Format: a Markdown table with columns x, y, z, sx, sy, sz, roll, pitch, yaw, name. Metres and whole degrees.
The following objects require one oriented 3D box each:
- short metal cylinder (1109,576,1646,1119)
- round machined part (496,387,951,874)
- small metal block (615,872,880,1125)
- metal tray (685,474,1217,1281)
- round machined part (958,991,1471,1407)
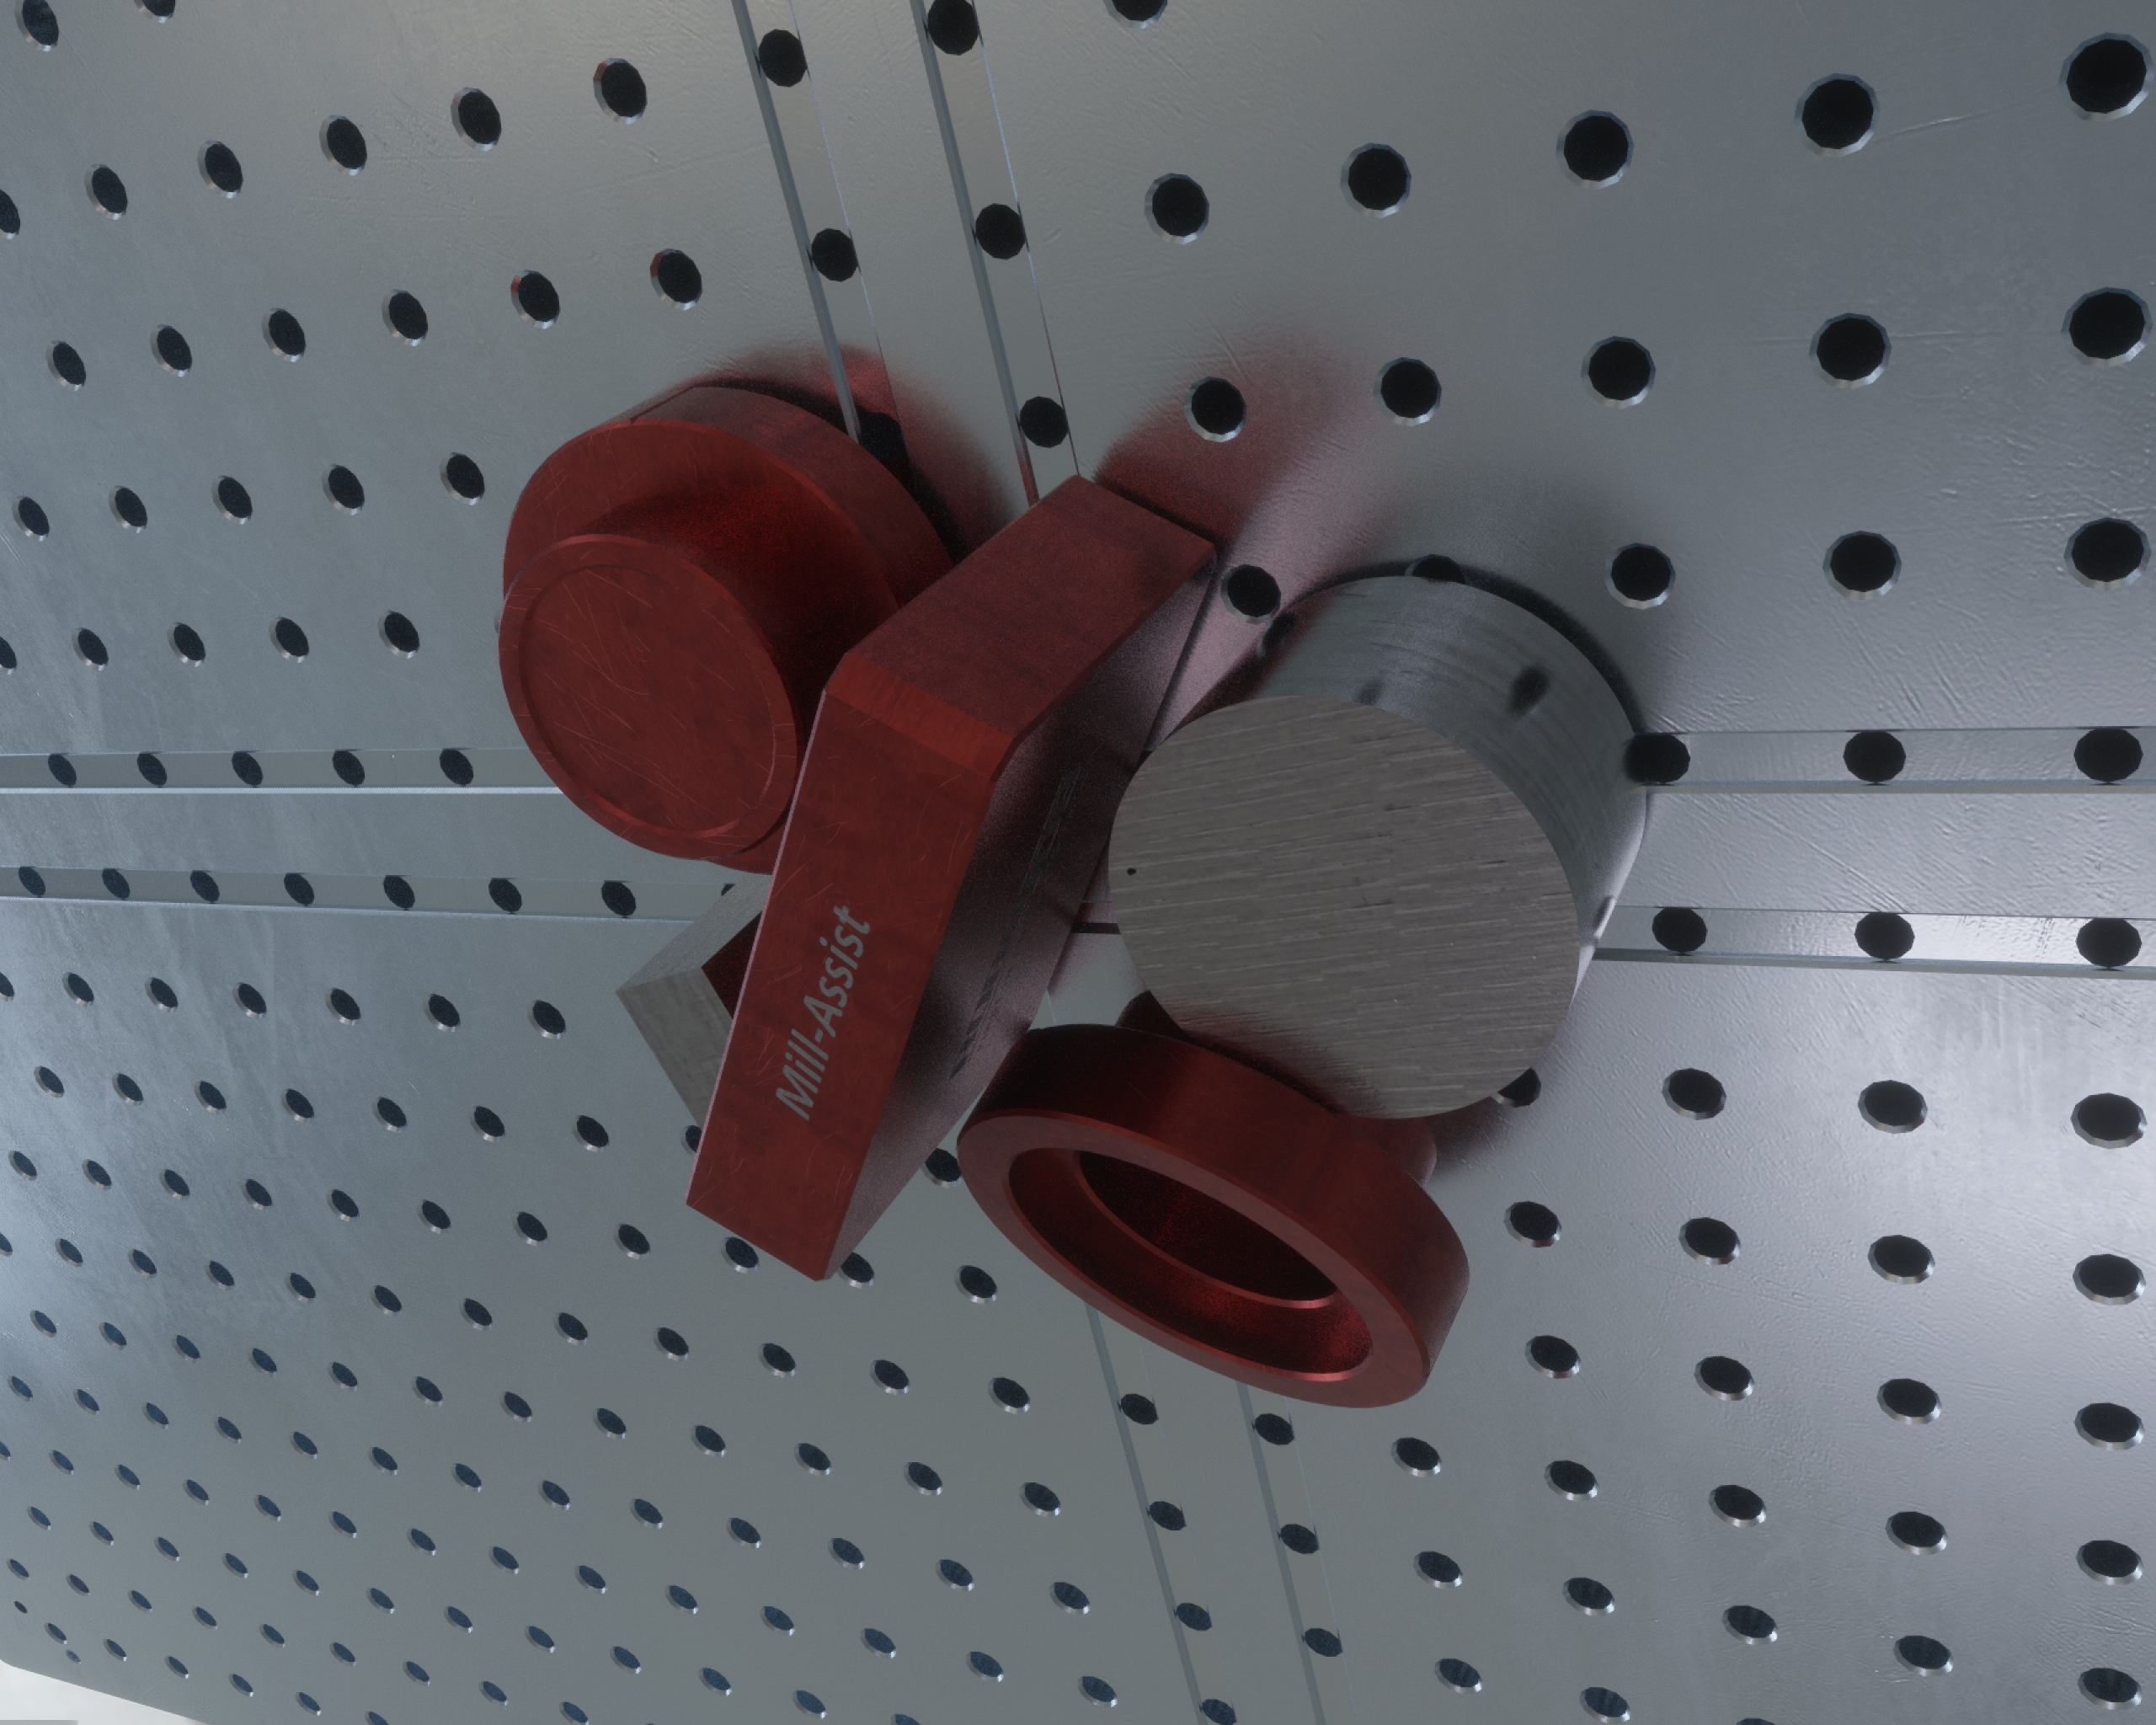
| x | y | z | sx | sy | sz | roll | pitch | yaw | name |
| --- | --- | --- | --- | --- | --- | --- | --- | --- | --- |
| 0.052 | -0.003 | 0.360 | 0.080 | 0.050 | 0.079 | 13 | 124 | 21 | short metal cylinder |
| -0.073 | -0.039 | 0.408 | 0.098 | 0.042 | 0.097 | 13 | 124 | 21 | round machined part |
| -0.062 | 0.032 | 0.442 | 0.025 | 0.050 | 0.050 | -16 | 110 | 34 | small metal block |
| -0.024 | 0.004 | 0.379 | 0.030 | 0.090 | 0.129 | 29 | 128 | 10 | metal tray |
| 0.030 | 0.060 | 0.402 | 0.098 | 0.042 | 0.098 | 23 | 151 | 14 | round machined part |
